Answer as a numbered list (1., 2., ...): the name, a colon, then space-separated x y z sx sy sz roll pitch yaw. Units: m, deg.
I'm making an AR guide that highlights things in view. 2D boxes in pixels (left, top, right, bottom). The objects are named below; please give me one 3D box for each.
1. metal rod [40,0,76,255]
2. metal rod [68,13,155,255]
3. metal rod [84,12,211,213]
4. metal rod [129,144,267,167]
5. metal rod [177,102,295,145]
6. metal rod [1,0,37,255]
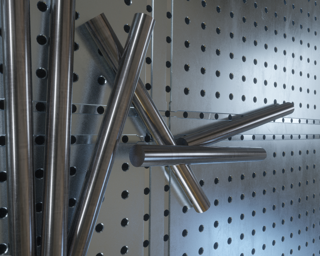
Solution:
1. metal rod: -0.103 0.012 0.312 0.025 0.025 0.299 4 84 -40
2. metal rod: -0.058 0.019 0.339 0.025 0.025 0.299 20 84 -38
3. metal rod: -0.005 -0.003 0.403 0.025 0.025 0.299 -44 117 -31
4. metal rod: 0.077 0.039 0.448 0.302 0.025 0.025 5 87 -47
5. metal rod: 0.145 -0.007 0.528 0.302 0.025 0.025 -16 100 -39
6. metal rod: -0.134 0.014 0.296 0.025 0.025 0.298 -2 92 -40
